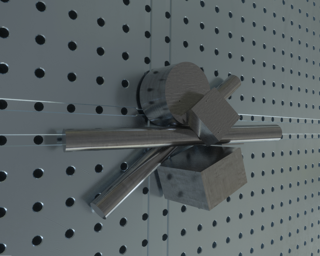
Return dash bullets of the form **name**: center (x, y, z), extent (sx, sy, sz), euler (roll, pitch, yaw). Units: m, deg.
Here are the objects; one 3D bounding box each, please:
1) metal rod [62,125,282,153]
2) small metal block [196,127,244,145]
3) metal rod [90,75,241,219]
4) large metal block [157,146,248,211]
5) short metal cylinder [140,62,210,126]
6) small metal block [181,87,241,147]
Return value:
- **metal rod**: center (0.036, 0.010, 0.389), extent (0.303, 0.025, 0.025), euler (-1, 91, -27)
- **small metal block**: center (0.090, 0.012, 0.464), extent (0.050, 0.050, 0.025), euler (0, 90, -39)
- **metal rod**: center (0.026, 0.009, 0.428), extent (0.302, 0.025, 0.025), euler (-42, 116, -32)
- **large metal block**: center (0.056, 0.062, 0.415), extent (0.081, 0.080, 0.050), euler (-23, 105, -38)
- **short metal cylinder**: center (0.021, -0.043, 0.406), extent (0.081, 0.050, 0.080), euler (1, 89, -40)
- **small metal block**: center (0.063, -0.014, 0.382), extent (0.050, 0.025, 0.050), euler (49, 59, -3)
